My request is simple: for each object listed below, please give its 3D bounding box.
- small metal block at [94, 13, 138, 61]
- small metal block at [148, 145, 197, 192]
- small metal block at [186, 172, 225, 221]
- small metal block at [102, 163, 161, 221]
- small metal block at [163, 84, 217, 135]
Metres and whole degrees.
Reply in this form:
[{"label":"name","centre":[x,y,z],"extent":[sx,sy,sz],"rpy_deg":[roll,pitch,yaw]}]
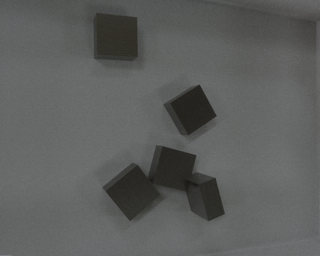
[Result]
[{"label":"small metal block","centre":[-0.056,-0.113,0.390],"extent":[0.050,0.025,0.050],"rpy_deg":[-1,91,-20]},{"label":"small metal block","centre":[0.016,0.054,0.416],"extent":[0.050,0.025,0.050],"rpy_deg":[16,85,-19]},{"label":"small metal block","centre":[0.058,0.091,0.419],"extent":[0.025,0.050,0.050],"rpy_deg":[-17,96,-19]},{"label":"small metal block","centre":[-0.037,0.081,0.397],"extent":[0.050,0.025,0.050],"rpy_deg":[-39,103,-16]},{"label":"small metal block","centre":[0.041,-0.024,0.426],"extent":[0.050,0.025,0.050],"rpy_deg":[-33,101,-17]}]
